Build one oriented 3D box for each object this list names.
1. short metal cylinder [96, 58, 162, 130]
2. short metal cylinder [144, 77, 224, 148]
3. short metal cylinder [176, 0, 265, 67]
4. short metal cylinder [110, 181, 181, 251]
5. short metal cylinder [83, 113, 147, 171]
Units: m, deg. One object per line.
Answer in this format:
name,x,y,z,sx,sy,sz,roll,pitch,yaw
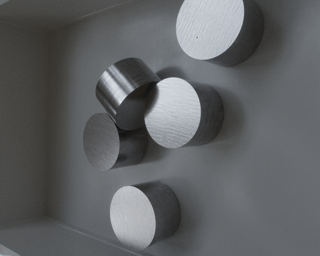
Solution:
short metal cylinder,-0.035,-0.043,0.400,0.050,0.081,0.080,50,119,28
short metal cylinder,0.028,-0.017,0.368,0.080,0.050,0.080,0,90,40
short metal cylinder,0.065,-0.110,0.337,0.080,0.050,0.080,0,90,40
short metal cylinder,-0.020,0.113,0.407,0.080,0.050,0.080,0,90,40
short metal cylinder,-0.065,0.018,0.442,0.080,0.050,0.079,3,94,41
